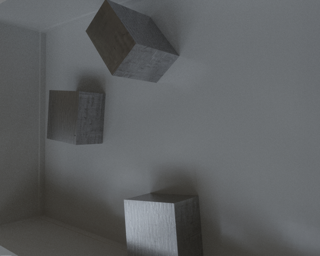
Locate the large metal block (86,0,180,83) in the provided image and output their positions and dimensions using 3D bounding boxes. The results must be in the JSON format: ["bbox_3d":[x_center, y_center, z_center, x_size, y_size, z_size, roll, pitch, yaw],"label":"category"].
[{"bbox_3d":[-0.035,-0.108,0.398,0.050,0.081,0.080,-46,63,30],"label":"large metal block"}]

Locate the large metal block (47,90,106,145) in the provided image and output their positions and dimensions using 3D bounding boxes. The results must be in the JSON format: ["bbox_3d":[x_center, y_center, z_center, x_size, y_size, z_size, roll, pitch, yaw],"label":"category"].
[{"bbox_3d":[-0.136,-0.018,0.500,0.080,0.050,0.079,7,95,39],"label":"large metal block"}]

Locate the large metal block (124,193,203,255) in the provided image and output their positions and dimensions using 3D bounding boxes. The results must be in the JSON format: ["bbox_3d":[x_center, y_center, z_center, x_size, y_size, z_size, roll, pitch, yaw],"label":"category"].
[{"bbox_3d":[0.004,0.127,0.386,0.080,0.050,0.080,-7,86,39],"label":"large metal block"}]
